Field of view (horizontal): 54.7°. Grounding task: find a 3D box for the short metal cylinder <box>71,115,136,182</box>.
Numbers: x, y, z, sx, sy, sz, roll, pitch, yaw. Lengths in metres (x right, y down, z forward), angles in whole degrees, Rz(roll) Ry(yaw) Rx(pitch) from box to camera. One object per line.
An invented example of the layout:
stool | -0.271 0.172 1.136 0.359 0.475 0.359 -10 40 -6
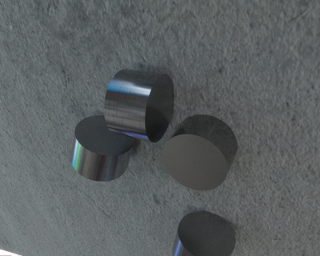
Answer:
short metal cylinder | -0.079 0.027 0.428 0.080 0.080 0.050 28 128 10

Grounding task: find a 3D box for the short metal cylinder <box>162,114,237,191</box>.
short metal cylinder | 0.050 0.030 0.382 0.080 0.050 0.079 13 124 20

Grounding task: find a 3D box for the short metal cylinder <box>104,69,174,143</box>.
short metal cylinder | -0.022 -0.027 0.365 0.050 0.080 0.079 12 123 21

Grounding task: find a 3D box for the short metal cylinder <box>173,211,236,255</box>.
short metal cylinder | 0.061 0.166 0.441 0.080 0.080 0.050 21 126 15
